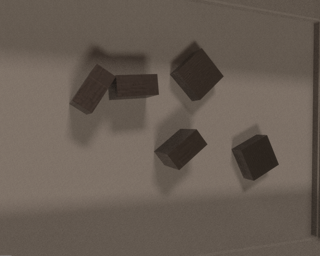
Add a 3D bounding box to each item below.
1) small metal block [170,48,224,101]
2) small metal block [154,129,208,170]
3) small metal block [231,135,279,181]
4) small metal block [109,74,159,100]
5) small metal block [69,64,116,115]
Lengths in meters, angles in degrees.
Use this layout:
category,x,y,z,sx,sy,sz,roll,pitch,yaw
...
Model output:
category,x,y,z,sx,sy,sz,roll,pitch,yaw
small metal block,0.051,-0.073,0.431,0.050,0.025,0.050,-45,104,-15
small metal block,0.026,0.027,0.408,0.050,0.050,0.025,-40,103,-16
small metal block,0.143,0.044,0.465,0.050,0.025,0.050,-27,99,-18
small metal block,-0.034,-0.050,0.385,0.050,0.050,0.025,-5,92,-21
small metal block,-0.081,-0.044,0.368,0.025,0.050,0.050,34,79,-17
